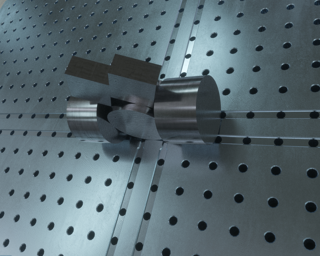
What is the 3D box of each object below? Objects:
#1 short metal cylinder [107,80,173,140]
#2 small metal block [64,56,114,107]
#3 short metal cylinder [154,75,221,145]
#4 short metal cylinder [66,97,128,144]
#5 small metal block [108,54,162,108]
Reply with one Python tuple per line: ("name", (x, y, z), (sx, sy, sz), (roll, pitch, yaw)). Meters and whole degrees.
("short metal cylinder", (-0.021, -0.024, 0.399), (0.080, 0.080, 0.050), (1, 63, 29))
("small metal block", (-0.078, -0.053, 0.362), (0.050, 0.050, 0.025), (15, 66, 0))
("short metal cylinder", (0.035, -0.021, 0.366), (0.050, 0.080, 0.080), (0, 62, 29))
("short metal cylinder", (-0.080, -0.019, 0.426), (0.050, 0.080, 0.080), (1, 62, 29))
("small metal block", (-0.027, -0.050, 0.339), (0.050, 0.050, 0.025), (14, 66, 1))
